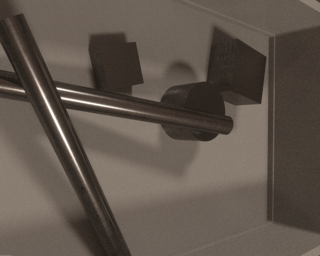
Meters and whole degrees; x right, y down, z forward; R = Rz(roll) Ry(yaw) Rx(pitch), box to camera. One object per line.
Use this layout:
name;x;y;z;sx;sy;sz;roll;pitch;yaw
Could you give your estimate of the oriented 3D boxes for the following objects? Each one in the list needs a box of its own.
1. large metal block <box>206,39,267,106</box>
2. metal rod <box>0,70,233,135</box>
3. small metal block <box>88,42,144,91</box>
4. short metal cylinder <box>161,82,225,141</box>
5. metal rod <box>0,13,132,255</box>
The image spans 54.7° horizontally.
large metal block;0.122;-0.085;0.496;0.081;0.050;0.080;15;81;-39
metal rod;-0.045;-0.024;0.330;0.302;0.025;0.025;9;84;-28
small metal block;-0.051;-0.072;0.365;0.050;0.025;0.050;-18;102;-39
short metal cylinder;0.045;-0.022;0.431;0.081;0.050;0.079;0;90;-40
metal rod;-0.081;0.042;0.308;0.025;0.025;0.298;-37;123;-34
